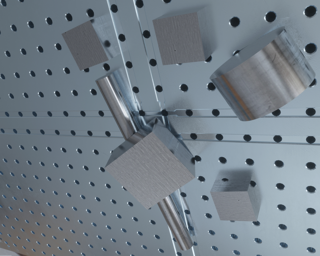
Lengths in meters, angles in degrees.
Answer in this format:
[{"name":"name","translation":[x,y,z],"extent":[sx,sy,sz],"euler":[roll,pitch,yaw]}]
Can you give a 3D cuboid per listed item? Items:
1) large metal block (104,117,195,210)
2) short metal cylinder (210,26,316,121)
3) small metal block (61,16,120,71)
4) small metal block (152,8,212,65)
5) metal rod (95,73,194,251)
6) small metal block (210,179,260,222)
[{"name":"large metal block","translation":[-0.011,0.046,0.407],"extent":[0.080,0.050,0.080],"euler":[-38,105,18]},{"name":"short metal cylinder","translation":[0.095,-0.051,0.294],"extent":[0.080,0.080,0.050],"euler":[-30,102,37]},{"name":"small metal block","translation":[-0.087,-0.106,0.390],"extent":[0.050,0.025,0.050],"euler":[-11,113,32]},{"name":"small metal block","translation":[0.025,-0.098,0.336],"extent":[0.050,0.025,0.050],"euler":[0,119,28]},{"name":"metal rod","translation":[-0.015,0.061,0.455],"extent":[0.025,0.025,0.299],"euler":[-12,113,33]},{"name":"small metal block","translation":[0.102,0.098,0.417],"extent":[0.050,0.025,0.050],"euler":[-8,115,31]}]
